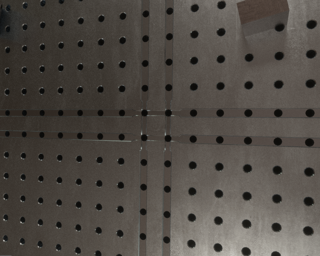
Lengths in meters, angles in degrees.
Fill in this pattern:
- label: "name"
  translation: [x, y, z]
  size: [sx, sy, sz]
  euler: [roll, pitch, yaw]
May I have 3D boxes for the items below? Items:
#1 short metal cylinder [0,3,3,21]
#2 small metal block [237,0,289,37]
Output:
- label: "short metal cylinder"
  translation: [-0.296, -0.181, 0.485]
  size: [0.080, 0.080, 0.050]
  euler: [15, 95, 19]
- label: "small metal block"
  translation: [0.119, -0.131, 0.357]
  size: [0.050, 0.050, 0.025]
  euler: [-12, 86, 19]
